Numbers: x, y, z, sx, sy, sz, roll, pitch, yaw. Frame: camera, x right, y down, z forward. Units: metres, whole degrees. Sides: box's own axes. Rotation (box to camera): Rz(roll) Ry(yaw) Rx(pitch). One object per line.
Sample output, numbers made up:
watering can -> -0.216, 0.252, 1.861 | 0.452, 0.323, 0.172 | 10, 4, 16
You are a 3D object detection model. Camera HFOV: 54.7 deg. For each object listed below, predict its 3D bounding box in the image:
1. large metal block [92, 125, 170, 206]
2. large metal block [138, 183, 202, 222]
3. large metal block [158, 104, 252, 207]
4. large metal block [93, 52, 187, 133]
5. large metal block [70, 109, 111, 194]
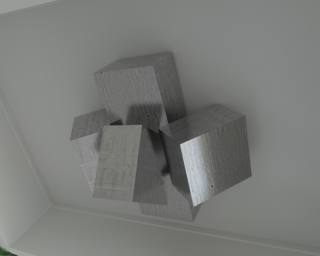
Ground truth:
large metal block -> -0.027, 0.046, 0.363 | 0.050, 0.080, 0.080 | -1, 74, 27
large metal block -> 0.011, 0.079, 0.434 | 0.080, 0.050, 0.080 | 1, 119, 28
large metal block -> 0.052, 0.028, 0.352 | 0.050, 0.081, 0.080 | 36, 144, 58
large metal block -> -0.022, -0.041, 0.374 | 0.080, 0.050, 0.080 | -1, 118, 29
large metal block -> -0.080, 0.028, 0.421 | 0.050, 0.080, 0.080 | -18, 115, -4
